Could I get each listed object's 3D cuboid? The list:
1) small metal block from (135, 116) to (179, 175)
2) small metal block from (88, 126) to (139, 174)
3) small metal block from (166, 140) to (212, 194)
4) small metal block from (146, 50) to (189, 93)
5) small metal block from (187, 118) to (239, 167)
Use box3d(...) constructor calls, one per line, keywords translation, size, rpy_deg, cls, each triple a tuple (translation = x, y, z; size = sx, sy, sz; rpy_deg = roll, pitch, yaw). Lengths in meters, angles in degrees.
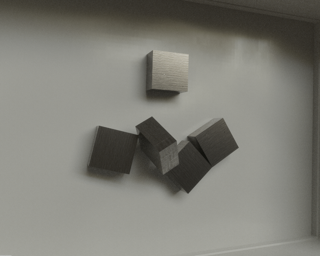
box3d(translation=(-0.003, 0.022, 0.386), size=(0.025, 0.050, 0.050), rpy_deg=(-32, 144, -18), cls="small metal block")
box3d(translation=(-0.059, 0.027, 0.388), size=(0.050, 0.025, 0.050), rpy_deg=(14, 85, -17), cls="small metal block")
box3d(translation=(0.034, 0.053, 0.425), size=(0.050, 0.025, 0.050), rpy_deg=(-45, 105, -15), cls="small metal block")
box3d(translation=(0.010, -0.074, 0.415), size=(0.050, 0.025, 0.050), rpy_deg=(2, 90, -21), cls="small metal block")
box3d(translation=(0.076, 0.020, 0.440), size=(0.050, 0.025, 0.050), rpy_deg=(-33, 101, -17), cls="small metal block")
